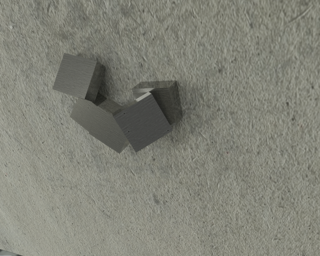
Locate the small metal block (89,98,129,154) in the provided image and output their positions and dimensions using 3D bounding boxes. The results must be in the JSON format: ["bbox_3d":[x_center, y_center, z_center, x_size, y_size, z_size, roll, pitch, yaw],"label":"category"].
[{"bbox_3d":[-0.059,-0.003,0.403,0.050,0.025,0.050,33,129,6],"label":"small metal block"}]

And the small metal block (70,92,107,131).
[{"bbox_3d":[-0.094,-0.022,0.442,0.050,0.025,0.050,39,129,1],"label":"small metal block"}]

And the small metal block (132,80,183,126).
[{"bbox_3d":[-0.002,-0.031,0.389,0.050,0.025,0.050,2,120,27],"label":"small metal block"}]

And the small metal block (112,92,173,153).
[{"bbox_3d":[-0.021,-0.007,0.365,0.050,0.025,0.050,-31,105,-3],"label":"small metal block"}]

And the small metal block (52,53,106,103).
[{"bbox_3d":[-0.106,-0.066,0.406,0.050,0.025,0.050,17,89,17],"label":"small metal block"}]
